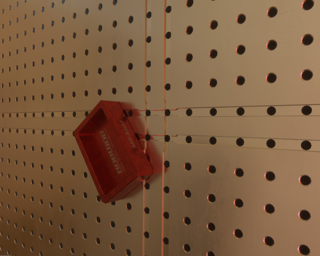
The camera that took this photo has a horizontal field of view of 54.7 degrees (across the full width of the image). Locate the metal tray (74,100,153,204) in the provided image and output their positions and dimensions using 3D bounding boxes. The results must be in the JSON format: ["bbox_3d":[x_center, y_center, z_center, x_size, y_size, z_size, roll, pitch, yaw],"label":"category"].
[{"bbox_3d":[-0.074,0.034,0.464,0.090,0.030,0.130,-43,65,31],"label":"metal tray"}]
